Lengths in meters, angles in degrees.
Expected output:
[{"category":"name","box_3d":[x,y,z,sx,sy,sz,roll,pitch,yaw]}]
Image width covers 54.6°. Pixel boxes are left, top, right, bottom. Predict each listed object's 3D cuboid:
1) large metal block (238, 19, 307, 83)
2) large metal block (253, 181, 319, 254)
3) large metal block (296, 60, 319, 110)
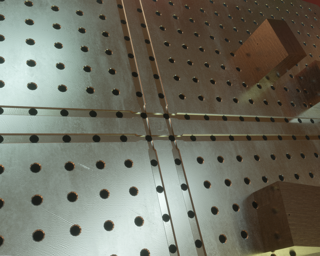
[{"category":"large metal block","box_3d":[0.202,-0.138,0.565,0.050,0.080,0.080,-8,66,-31]},{"category":"large metal block","box_3d":[0.180,0.121,0.414,0.081,0.050,0.080,11,57,-22]},{"category":"large metal block","box_3d":[0.333,-0.083,0.620,0.081,0.050,0.080,4,60,-26]}]
